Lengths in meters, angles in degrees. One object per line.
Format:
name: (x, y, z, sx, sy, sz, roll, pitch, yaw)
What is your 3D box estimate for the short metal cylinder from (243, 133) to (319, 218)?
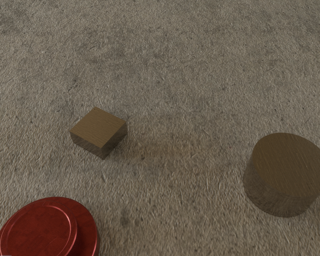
short metal cylinder: (0.138, 0.052, 0.345, 0.081, 0.050, 0.080, 0, 50, 0)

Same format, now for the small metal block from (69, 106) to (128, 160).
small metal block: (-0.078, 0.006, 0.398, 0.050, 0.025, 0.050, 26, 54, 19)

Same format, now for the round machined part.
round machined part: (-0.110, 0.110, 0.298, 0.099, 0.042, 0.098, 0, 50, 0)
